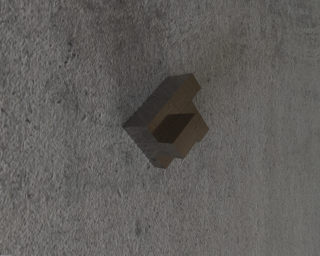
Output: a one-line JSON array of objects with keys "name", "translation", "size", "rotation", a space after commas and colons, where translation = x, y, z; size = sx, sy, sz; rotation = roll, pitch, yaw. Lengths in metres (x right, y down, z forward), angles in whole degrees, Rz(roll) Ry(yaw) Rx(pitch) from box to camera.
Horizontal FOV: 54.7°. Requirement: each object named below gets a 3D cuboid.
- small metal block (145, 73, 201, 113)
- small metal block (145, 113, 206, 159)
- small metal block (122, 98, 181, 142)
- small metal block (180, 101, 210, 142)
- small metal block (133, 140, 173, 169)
[{"name": "small metal block", "translation": [0.017, -0.044, 0.406], "size": [0.050, 0.050, 0.025], "rotation": [-51, 121, -28]}, {"name": "small metal block", "translation": [0.018, 0.009, 0.375], "size": [0.050, 0.050, 0.025], "rotation": [-51, 121, -28]}, {"name": "small metal block", "translation": [-0.011, -0.010, 0.382], "size": [0.050, 0.050, 0.025], "rotation": [-51, 121, -28]}, {"name": "small metal block", "translation": [0.030, -0.008, 0.417], "size": [0.025, 0.050, 0.050], "rotation": [-51, 120, -28]}, {"name": "small metal block", "translation": [0.001, 0.018, 0.409], "size": [0.050, 0.025, 0.050], "rotation": [-50, 120, -28]}]
